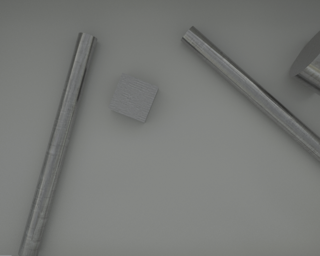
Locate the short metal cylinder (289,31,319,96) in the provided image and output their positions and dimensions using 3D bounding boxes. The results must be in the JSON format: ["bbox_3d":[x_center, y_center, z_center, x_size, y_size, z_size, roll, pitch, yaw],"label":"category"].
[{"bbox_3d":[0.210,-0.084,0.387,0.050,0.080,0.080,34,90,-1],"label":"short metal cylinder"}]

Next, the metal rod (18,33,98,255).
[{"bbox_3d":[-0.135,0.022,0.409,0.025,0.025,0.298,15,90,-1],"label":"metal rod"}]

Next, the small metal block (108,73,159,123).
[{"bbox_3d":[-0.034,-0.039,0.411,0.050,0.025,0.050,22,90,-1],"label":"small metal block"}]

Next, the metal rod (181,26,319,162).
[{"bbox_3d":[0.149,-0.027,0.413,0.300,0.025,0.025,41,90,-1],"label":"metal rod"}]
